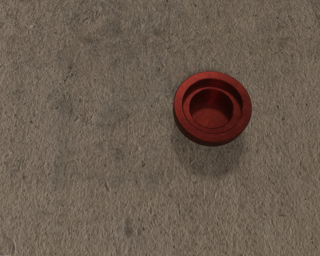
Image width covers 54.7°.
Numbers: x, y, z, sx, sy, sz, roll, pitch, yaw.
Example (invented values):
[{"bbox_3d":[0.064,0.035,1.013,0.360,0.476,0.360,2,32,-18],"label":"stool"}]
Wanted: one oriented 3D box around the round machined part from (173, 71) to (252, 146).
[{"bbox_3d":[0.066,-0.022,0.408,0.099,0.042,0.098,0,70,-1],"label":"round machined part"}]
